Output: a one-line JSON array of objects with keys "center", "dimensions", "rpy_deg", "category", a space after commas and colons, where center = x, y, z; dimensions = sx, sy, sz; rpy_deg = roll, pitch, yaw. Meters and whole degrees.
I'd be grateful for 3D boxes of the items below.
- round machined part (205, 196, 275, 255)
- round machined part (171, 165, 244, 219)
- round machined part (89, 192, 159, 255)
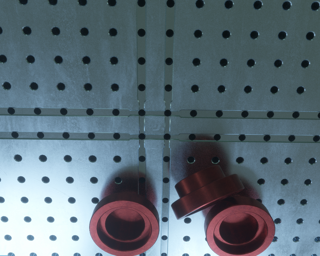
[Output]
[{"center": [0.114, 0.142, 0.458], "dimensions": [0.099, 0.042, 0.097], "rpy_deg": [0, 110, 0], "category": "round machined part"}, {"center": [0.059, 0.083, 0.417], "dimensions": [0.098, 0.098, 0.042], "rpy_deg": [-29, 71, 10], "category": "round machined part"}, {"center": [-0.050, 0.135, 0.454], "dimensions": [0.099, 0.042, 0.097], "rpy_deg": [0, 110, -1], "category": "round machined part"}]
